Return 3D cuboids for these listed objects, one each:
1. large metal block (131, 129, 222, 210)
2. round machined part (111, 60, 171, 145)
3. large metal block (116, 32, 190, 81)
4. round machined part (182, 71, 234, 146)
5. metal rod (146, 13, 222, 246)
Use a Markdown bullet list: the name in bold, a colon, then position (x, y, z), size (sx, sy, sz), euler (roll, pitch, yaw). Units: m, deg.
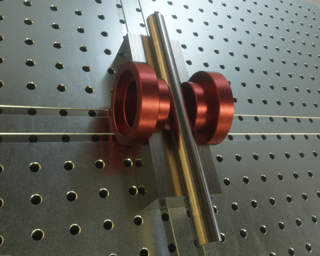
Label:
- **large metal block**: position (0.017, 0.049, 0.371), size (0.081, 0.050, 0.080), euler (3, 61, -27)
- **round machined part**: position (-0.022, -0.028, 0.365), size (0.042, 0.097, 0.098), euler (2, 61, -27)
- **large metal block**: position (-0.011, -0.081, 0.435), size (0.081, 0.050, 0.080), euler (2, 61, -27)
- **round machined part**: position (0.049, -0.025, 0.403), size (0.042, 0.097, 0.098), euler (-1, 62, -23)
- **metal rod**: position (0.021, -0.019, 0.367), size (0.025, 0.025, 0.299), euler (3, 61, -27)
